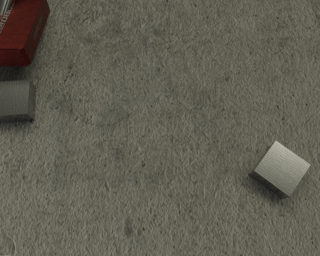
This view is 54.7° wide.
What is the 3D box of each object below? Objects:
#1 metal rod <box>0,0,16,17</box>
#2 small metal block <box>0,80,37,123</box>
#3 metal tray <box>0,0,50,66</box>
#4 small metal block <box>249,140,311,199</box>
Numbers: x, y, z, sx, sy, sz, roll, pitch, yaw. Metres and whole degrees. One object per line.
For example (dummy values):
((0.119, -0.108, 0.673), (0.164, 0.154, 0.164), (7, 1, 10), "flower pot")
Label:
((-0.219, -0.193, 0.443), (0.025, 0.025, 0.299), (13, 82, 4), "metal rod")
((-0.198, -0.036, 0.419), (0.050, 0.025, 0.050), (-5, 70, -2), "small metal block")
((-0.217, -0.143, 0.437), (0.091, 0.030, 0.130), (1, 55, 0), "metal tray")
((0.150, 0.053, 0.391), (0.050, 0.025, 0.050), (37, 74, 12), "small metal block")
